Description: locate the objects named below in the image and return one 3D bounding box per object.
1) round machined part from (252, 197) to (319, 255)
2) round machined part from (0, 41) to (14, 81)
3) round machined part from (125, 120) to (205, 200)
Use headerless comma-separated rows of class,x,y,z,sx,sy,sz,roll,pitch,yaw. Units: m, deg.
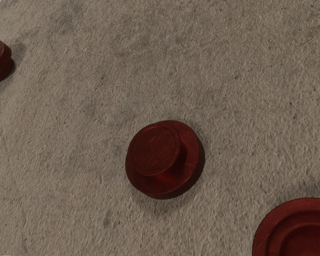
round machined part,0.130,0.111,0.256,0.098,0.042,0.098,-13,56,20
round machined part,-0.352,-0.134,0.656,0.098,0.042,0.098,-13,56,20
round machined part,0.000,0.032,0.372,0.098,0.042,0.098,-13,56,20
